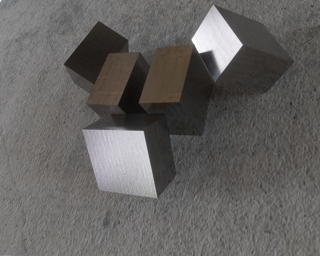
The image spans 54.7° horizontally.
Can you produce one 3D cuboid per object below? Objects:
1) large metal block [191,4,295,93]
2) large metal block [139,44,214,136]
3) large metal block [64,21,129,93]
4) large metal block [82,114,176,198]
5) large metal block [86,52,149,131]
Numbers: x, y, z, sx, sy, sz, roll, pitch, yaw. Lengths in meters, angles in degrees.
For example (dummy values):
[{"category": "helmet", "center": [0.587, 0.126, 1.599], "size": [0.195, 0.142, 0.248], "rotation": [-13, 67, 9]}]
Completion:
[{"category": "large metal block", "center": [0.096, -0.092, 0.368], "size": [0.050, 0.081, 0.080], "rotation": [-56, 40, 38]}, {"category": "large metal block", "center": [0.024, -0.044, 0.383], "size": [0.050, 0.080, 0.080], "rotation": [1, 62, 28]}, {"category": "large metal block", "center": [-0.091, -0.097, 0.464], "size": [0.050, 0.080, 0.080], "rotation": [34, 78, 1]}, {"category": "large metal block", "center": [-0.034, 0.029, 0.360], "size": [0.080, 0.079, 0.050], "rotation": [1, 23, 28]}, {"category": "large metal block", "center": [-0.042, -0.044, 0.418], "size": [0.050, 0.080, 0.080], "rotation": [5, 64, 30]}]
